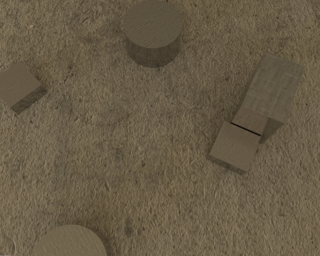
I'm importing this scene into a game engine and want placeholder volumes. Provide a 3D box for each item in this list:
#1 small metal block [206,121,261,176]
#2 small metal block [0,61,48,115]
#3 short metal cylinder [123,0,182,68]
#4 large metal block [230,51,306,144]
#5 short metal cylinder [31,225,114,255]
[{"bbox_3d":[0.094,0.026,0.400,0.050,0.025,0.050,25,72,8],"label":"small metal block"},{"bbox_3d":[-0.194,-0.055,0.426,0.050,0.025,0.050,-42,76,-14],"label":"small metal block"},{"bbox_3d":[-0.010,-0.134,0.444,0.081,0.050,0.080,0,70,0],"label":"short metal cylinder"},{"bbox_3d":[0.131,-0.035,0.393,0.050,0.080,0.080,25,72,8],"label":"large metal block"},{"bbox_3d":[-0.094,0.149,0.339,0.081,0.050,0.080,0,70,0],"label":"short metal cylinder"}]
